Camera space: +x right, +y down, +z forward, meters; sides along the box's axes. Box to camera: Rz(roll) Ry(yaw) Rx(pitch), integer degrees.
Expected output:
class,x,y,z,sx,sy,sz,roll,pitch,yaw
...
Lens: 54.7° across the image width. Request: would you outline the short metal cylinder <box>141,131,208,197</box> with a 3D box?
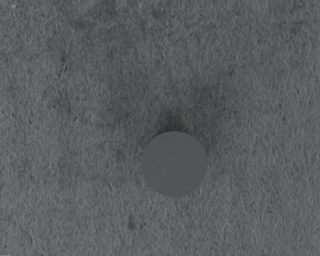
class,x,y,z,sx,sy,sz,roll,pitch,yaw
short metal cylinder,0.017,0.043,0.398,0.081,0.050,0.079,0,90,-1
